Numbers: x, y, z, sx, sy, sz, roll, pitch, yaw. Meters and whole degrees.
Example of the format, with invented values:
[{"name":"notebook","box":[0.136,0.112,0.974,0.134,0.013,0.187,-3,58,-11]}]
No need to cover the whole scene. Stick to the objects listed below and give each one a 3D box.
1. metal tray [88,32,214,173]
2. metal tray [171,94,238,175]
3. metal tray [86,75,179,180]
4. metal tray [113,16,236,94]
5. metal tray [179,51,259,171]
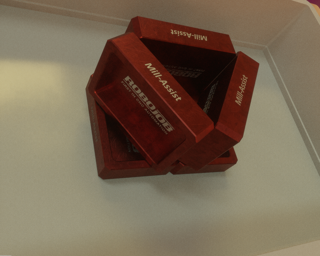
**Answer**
[{"name":"metal tray","box":[-0.016,-0.023,0.329,0.130,0.090,0.030,49,52,6]},{"name":"metal tray","box":[0.045,-0.004,0.427,0.091,0.030,0.130,1,60,-27]},{"name":"metal tray","box":[-0.037,-0.005,0.385,0.091,0.030,0.130,0,61,-28]},{"name":"metal tray","box":[0.015,-0.082,0.380,0.131,0.090,0.030,2,62,-27]},{"name":"metal tray","box":[0.070,-0.021,0.373,0.030,0.090,0.130,31,52,-8]}]
